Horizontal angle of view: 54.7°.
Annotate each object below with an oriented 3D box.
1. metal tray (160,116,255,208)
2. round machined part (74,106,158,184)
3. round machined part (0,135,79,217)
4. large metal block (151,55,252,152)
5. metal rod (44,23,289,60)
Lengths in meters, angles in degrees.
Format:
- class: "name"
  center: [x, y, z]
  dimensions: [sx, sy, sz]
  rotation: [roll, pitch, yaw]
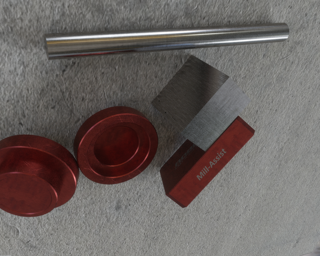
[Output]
- class: "metal tray"
  center: [0.057, 0.034, 0.414]
  dimensions: [0.030, 0.090, 0.130]
  rotation: [40, 96, -13]
- class: "round machined part"
  center: [-0.055, 0.017, 0.376]
  dimensions: [0.099, 0.042, 0.097]
  rotation: [-14, 124, -21]
- class: "round machined part"
  center: [-0.141, 0.058, 0.333]
  dimensions: [0.099, 0.042, 0.097]
  rotation: [-1, 126, -2]
- class: "large metal block"
  center: [0.047, -0.032, 0.377]
  dimensions: [0.080, 0.080, 0.050]
  rotation: [-50, 129, 7]
- class: "metal rod"
  center: [0.027, -0.103, 0.357]
  dimensions: [0.303, 0.025, 0.025]
  rotation: [-11, 123, -23]
